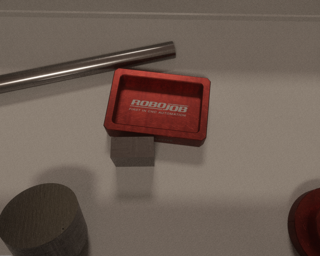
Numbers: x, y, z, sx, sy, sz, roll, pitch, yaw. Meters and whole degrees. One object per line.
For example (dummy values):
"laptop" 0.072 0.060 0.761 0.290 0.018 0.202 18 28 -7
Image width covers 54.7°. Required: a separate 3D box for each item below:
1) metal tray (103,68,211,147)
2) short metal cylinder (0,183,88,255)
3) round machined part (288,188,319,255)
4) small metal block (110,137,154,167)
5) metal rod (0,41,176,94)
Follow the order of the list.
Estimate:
"metal tray" -0.002 -0.028 0.417 0.131 0.030 0.090 7 70 2
"short metal cylinder" -0.125 0.107 0.337 0.080 0.050 0.080 -3 39 2
"round machined part" 0.206 0.117 0.360 0.099 0.042 0.098 0 70 -1
"small metal block" -0.032 0.030 0.385 0.050 0.050 0.025 -1 70 -1
"metal rod" -0.127 -0.081 0.437 0.302 0.025 0.025 -13 71 -5
